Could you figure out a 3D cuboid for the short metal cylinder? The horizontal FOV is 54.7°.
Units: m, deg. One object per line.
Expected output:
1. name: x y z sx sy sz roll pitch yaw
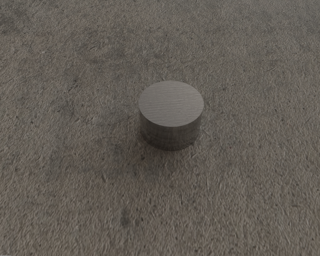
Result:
1. short metal cylinder: 0.014 -0.016 0.402 0.081 0.050 0.080 0 50 0
